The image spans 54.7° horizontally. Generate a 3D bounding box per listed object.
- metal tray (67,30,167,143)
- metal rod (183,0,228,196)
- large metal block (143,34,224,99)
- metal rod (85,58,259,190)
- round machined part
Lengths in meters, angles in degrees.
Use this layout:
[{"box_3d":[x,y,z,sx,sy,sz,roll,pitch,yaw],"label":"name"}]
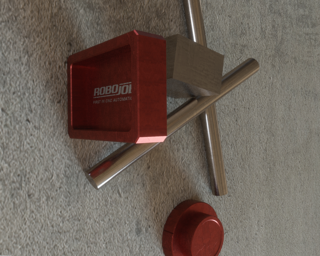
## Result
[{"box_3d":[-0.048,-0.033,0.298,0.030,0.130,0.089,-1,91,-40],"label":"metal tray"},{"box_3d":[0.069,-0.043,0.465,0.025,0.025,0.298,-17,101,-39],"label":"metal rod"},{"box_3d":[0.021,-0.072,0.388,0.081,0.080,0.050,11,83,-40],"label":"large metal block"},{"box_3d":[0.034,-0.019,0.411,0.302,0.025,0.025,-35,113,-27],"label":"metal rod"},{"box_3d":[0.054,0.155,0.442,0.099,0.042,0.097,0,90,-40],"label":"round machined part"}]
